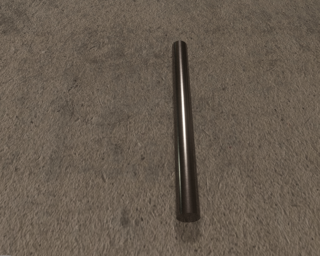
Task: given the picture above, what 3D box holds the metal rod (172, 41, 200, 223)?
[{"bbox_3d":[0.031,-0.021,0.420,0.025,0.025,0.300,1,50,0],"label":"metal rod"}]
